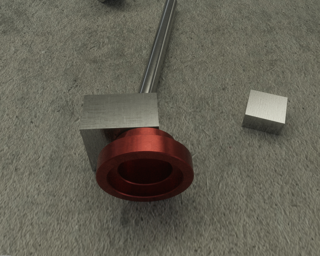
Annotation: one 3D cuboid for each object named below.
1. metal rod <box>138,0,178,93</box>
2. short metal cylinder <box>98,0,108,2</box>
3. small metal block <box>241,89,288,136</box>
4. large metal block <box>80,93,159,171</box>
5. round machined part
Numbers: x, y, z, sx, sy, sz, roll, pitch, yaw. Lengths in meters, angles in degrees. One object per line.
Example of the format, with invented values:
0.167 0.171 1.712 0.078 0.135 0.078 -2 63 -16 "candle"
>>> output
-0.002 -0.132 0.514 0.025 0.025 0.300 7 50 6 "metal rod"
-0.107 -0.300 0.618 0.050 0.080 0.080 -30 57 -23 "short metal cylinder"
0.143 -0.022 0.424 0.050 0.025 0.050 15 51 11 "small metal block"
-0.043 0.006 0.362 0.081 0.080 0.050 -2 50 -2 "large metal block"
-0.016 0.036 0.326 0.099 0.097 0.042 -1 50 -2 "round machined part"
